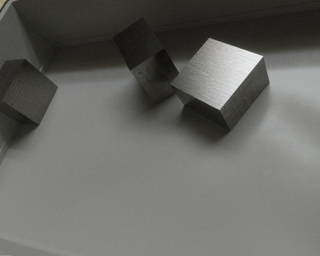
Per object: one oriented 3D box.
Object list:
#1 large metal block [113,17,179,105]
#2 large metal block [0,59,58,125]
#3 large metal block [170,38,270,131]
[{"bbox_3d":[-0.014,-0.093,0.435,0.050,0.080,0.080,-33,52,7],"label":"large metal block"},{"bbox_3d":[-0.235,-0.060,0.531,0.050,0.080,0.080,3,63,30],"label":"large metal block"},{"bbox_3d":[0.074,-0.056,0.385,0.080,0.050,0.080,34,80,38],"label":"large metal block"}]
